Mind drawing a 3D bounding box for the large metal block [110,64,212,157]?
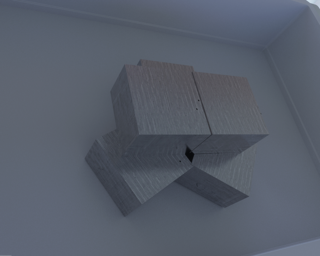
[{"bbox_3d":[-0.002,-0.017,0.333,0.081,0.050,0.080,1,62,-28],"label":"large metal block"}]

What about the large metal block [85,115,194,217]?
[{"bbox_3d":[-0.024,0.039,0.351,0.081,0.050,0.080,-29,78,-37],"label":"large metal block"}]

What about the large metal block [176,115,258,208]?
[{"bbox_3d":[0.072,0.043,0.399,0.080,0.050,0.080,30,52,-9],"label":"large metal block"}]

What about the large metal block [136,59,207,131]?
[{"bbox_3d":[0.008,-0.041,0.417,0.081,0.050,0.080,1,61,-28],"label":"large metal block"}]

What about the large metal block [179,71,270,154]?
[{"bbox_3d":[0.070,-0.017,0.369,0.081,0.050,0.080,1,62,-28],"label":"large metal block"}]
